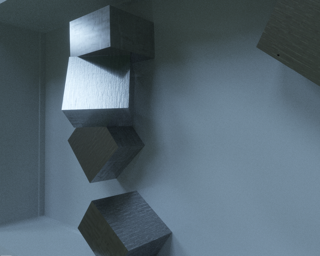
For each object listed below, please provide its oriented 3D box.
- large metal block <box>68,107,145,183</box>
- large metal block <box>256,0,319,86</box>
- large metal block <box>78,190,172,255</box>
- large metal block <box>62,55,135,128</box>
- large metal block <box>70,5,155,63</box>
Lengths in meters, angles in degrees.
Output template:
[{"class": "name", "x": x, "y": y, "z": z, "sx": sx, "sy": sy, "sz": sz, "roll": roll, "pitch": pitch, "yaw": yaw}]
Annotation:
[{"class": "large metal block", "x": -0.081, "y": 0.022, "z": 0.455, "sx": 0.080, "sy": 0.050, "sz": 0.080, "roll": -50, "pitch": 61, "yaw": 28}, {"class": "large metal block", "x": 0.142, "y": -0.087, "z": 0.257, "sx": 0.080, "sy": 0.050, "sz": 0.079, "roll": 45, "pitch": 137, "yaw": 30}, {"class": "large metal block", "x": -0.046, "y": 0.134, "z": 0.407, "sx": 0.080, "sy": 0.081, "sz": 0.050, "roll": 43, "pitch": 116, "yaw": 31}, {"class": "large metal block", "x": -0.077, "y": -0.048, "z": 0.411, "sx": 0.080, "sy": 0.050, "sz": 0.080, "roll": -2, "pitch": 64, "yaw": 2}, {"class": "large metal block", "x": -0.064, "y": -0.119, "z": 0.422, "sx": 0.080, "sy": 0.081, "sz": 0.050, "roll": -3, "pitch": 88, "yaw": 39}]
